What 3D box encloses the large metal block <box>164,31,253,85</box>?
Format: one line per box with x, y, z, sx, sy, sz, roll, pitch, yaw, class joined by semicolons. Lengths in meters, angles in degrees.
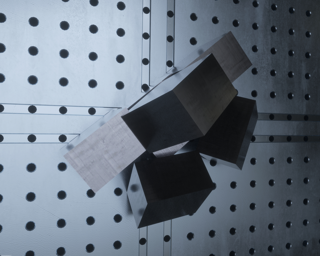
0.056;-0.073;0.404;0.080;0.080;0.050;-41;104;-15;large metal block

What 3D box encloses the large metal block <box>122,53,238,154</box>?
0.021;-0.025;0.324;0.050;0.080;0.080;54;49;-12;large metal block

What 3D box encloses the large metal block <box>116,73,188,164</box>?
0.000;-0.011;0.400;0.080;0.050;0.080;-41;103;-15;large metal block

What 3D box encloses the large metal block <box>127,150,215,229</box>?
0.009;0.076;0.379;0.081;0.080;0.050;-9;57;-20;large metal block

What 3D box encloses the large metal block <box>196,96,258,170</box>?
0.091;0.007;0.409;0.050;0.080;0.080;17;83;22;large metal block

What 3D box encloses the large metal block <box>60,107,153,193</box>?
-0.065;0.022;0.358;0.080;0.080;0.050;-40;103;-16;large metal block
